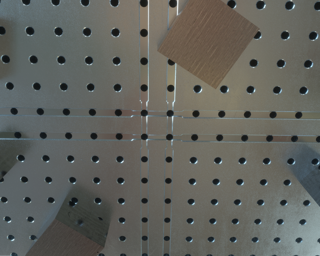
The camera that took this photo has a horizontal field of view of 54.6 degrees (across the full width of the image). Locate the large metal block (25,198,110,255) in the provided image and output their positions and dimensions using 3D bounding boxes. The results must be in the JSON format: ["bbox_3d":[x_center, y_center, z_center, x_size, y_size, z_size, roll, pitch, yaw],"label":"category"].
[{"bbox_3d":[-0.135,0.166,0.460,0.080,0.050,0.080,36,106,-12],"label":"large metal block"}]

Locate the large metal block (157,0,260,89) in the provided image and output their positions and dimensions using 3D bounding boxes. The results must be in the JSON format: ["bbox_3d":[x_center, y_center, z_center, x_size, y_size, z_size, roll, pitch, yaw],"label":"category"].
[{"bbox_3d":[0.052,-0.105,0.362,0.080,0.050,0.080,31,107,-11],"label":"large metal block"}]

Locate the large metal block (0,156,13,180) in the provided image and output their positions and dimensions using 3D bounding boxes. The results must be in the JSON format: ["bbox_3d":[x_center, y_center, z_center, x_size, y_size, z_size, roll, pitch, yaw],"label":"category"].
[{"bbox_3d":[-0.258,0.077,0.411,0.080,0.080,0.050,-40,105,13],"label":"large metal block"}]

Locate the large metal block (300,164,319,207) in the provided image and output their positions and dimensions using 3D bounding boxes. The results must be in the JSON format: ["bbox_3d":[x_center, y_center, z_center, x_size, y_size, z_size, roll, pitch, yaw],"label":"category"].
[{"bbox_3d":[0.253,0.099,0.422,0.080,0.080,0.050,37,106,-13],"label":"large metal block"}]
